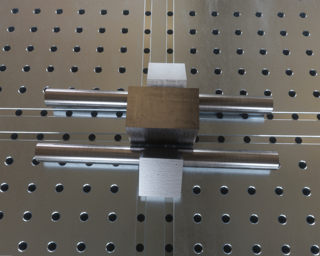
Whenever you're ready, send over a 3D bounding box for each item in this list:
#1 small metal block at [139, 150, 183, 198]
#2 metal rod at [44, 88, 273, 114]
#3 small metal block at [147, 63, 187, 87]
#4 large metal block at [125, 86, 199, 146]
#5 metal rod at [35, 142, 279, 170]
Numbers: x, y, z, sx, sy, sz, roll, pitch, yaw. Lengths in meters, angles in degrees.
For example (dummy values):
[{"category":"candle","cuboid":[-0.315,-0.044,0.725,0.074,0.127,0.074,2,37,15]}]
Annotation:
[{"category":"small metal block","cuboid":[0.001,0.055,0.375,0.050,0.025,0.050,3,108,0]},{"category":"metal rod","cuboid":[-0.002,-0.036,0.420,0.302,0.025,0.025,2,70,0]},{"category":"small metal block","cuboid":[0.009,-0.066,0.420,0.050,0.025,0.050,1,36,0]},{"category":"large metal block","cuboid":[0.003,-0.010,0.381,0.081,0.080,0.050,2,70,0]},{"category":"metal rod","cuboid":[-0.004,0.036,0.395,0.302,0.025,0.025,2,70,0]}]
